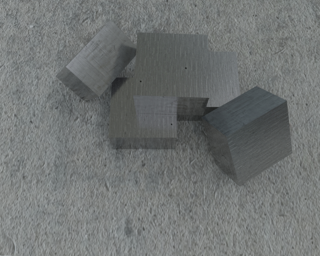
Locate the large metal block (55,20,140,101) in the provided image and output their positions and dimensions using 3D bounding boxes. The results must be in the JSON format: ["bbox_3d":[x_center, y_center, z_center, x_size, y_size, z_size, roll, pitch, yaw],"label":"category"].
[{"bbox_3d":[-0.083,-0.084,0.402,0.050,0.080,0.080,44,73,-21],"label":"large metal block"}]

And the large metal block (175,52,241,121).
[{"bbox_3d":[0.060,-0.055,0.417,0.081,0.050,0.080,0,70,0],"label":"large metal block"}]

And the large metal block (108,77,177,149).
[{"bbox_3d":[-0.020,-0.018,0.400,0.081,0.050,0.080,0,70,0],"label":"large metal block"}]

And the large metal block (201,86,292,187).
[{"bbox_3d":[0.106,0.009,0.371,0.080,0.080,0.050,-30,35,-11],"label":"large metal block"}]

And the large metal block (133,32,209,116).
[{"bbox_3d":[0.013,-0.062,0.364,0.081,0.050,0.080,2,70,0],"label":"large metal block"}]
